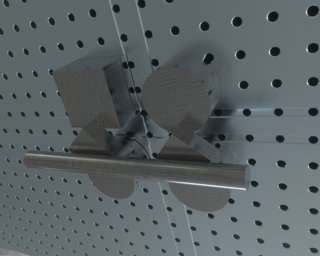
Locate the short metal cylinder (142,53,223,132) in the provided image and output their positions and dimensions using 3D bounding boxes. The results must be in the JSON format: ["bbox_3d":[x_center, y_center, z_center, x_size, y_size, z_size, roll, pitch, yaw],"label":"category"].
[{"bbox_3d":[0.027,-0.040,0.356,0.080,0.050,0.079,13,124,21],"label":"short metal cylinder"}]

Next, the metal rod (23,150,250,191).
[{"bbox_3d":[-0.049,0.046,0.368,0.300,0.025,0.025,1,119,27],"label":"metal rod"}]

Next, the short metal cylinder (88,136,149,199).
[{"bbox_3d":[-0.062,0.058,0.463,0.080,0.050,0.079,13,124,21],"label":"short metal cylinder"}]

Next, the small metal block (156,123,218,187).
[{"bbox_3d":[0.028,0.031,0.351,0.050,0.025,0.050,35,129,5],"label":"small metal block"}]

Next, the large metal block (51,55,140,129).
[{"bbox_3d":[-0.083,-0.047,0.409,0.080,0.050,0.080,1,119,27],"label":"large metal block"}]

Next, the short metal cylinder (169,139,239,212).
[{"bbox_3d":[0.057,0.061,0.403,0.080,0.050,0.079,13,124,21],"label":"short metal cylinder"}]

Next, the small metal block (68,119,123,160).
[{"bbox_3d":[-0.086,0.025,0.408,0.050,0.025,0.050,42,129,-1],"label":"small metal block"}]
